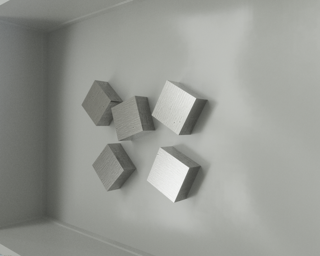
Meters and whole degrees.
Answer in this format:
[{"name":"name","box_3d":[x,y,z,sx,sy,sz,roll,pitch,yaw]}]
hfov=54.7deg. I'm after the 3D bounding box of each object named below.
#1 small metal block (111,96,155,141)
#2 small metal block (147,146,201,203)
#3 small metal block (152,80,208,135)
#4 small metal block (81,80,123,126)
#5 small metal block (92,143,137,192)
[{"name":"small metal block","box_3d":[-0.039,-0.013,0.439,0.050,0.025,0.050,-22,76,37]},{"name":"small metal block","box_3d":[0.017,0.058,0.393,0.050,0.025,0.050,33,111,35]},{"name":"small metal block","box_3d":[0.023,-0.025,0.388,0.050,0.025,0.050,37,113,33]},{"name":"small metal block","box_3d":[-0.090,-0.038,0.482,0.050,0.025,0.050,50,119,28]},{"name":"small metal block","box_3d":[-0.069,0.058,0.464,0.050,0.025,0.050,-51,60,27]}]
